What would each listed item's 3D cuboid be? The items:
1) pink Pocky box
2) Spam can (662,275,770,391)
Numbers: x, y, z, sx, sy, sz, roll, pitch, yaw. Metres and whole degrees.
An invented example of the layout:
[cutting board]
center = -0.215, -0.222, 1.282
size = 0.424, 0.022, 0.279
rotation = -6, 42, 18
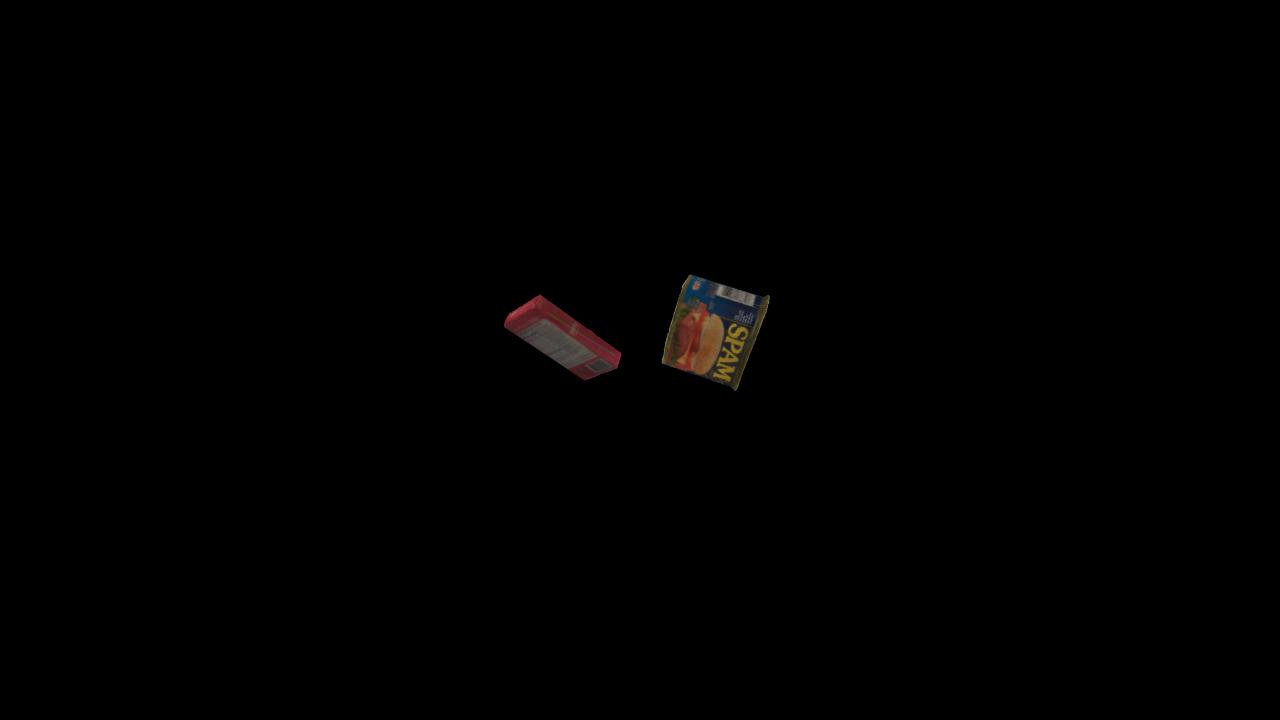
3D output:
[pink Pocky box]
center = -0.109, -0.029, 0.880
size = 0.155, 0.029, 0.084
rotation = 36, -36, -27
[Spam can]
center = 0.075, -0.029, 0.631
size = 0.085, 0.101, 0.058
rotation = 19, 35, 6
